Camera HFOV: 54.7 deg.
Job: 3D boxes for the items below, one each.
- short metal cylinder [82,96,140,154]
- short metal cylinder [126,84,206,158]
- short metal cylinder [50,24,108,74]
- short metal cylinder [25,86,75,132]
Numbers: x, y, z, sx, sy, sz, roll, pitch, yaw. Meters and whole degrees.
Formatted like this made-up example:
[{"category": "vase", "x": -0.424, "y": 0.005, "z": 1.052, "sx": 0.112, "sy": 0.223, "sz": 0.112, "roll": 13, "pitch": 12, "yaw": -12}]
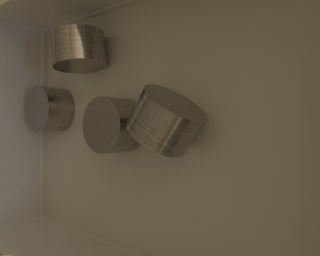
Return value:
[{"category": "short metal cylinder", "x": -0.066, "y": -0.004, "z": 0.445, "sx": 0.080, "sy": 0.050, "sz": 0.080, "roll": 0, "pitch": 90, "yaw": 40}, {"category": "short metal cylinder", "x": 0.007, "y": -0.010, "z": 0.365, "sx": 0.080, "sy": 0.081, "sz": 0.050, "roll": 43, "pitch": 116, "yaw": 31}, {"category": "short metal cylinder", "x": -0.123, "y": -0.118, "z": 0.473, "sx": 0.080, "sy": 0.081, "sz": 0.050, "roll": -9, "pitch": 84, "yaw": 39}, {"category": "short metal cylinder", "x": -0.197, "y": -0.033, "z": 0.554, "sx": 0.080, "sy": 0.050, "sz": 0.080, "roll": 0, "pitch": 90, "yaw": 40}]
